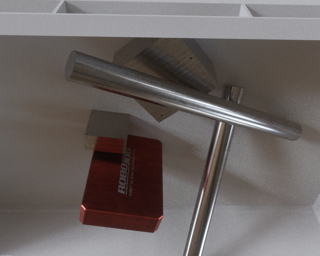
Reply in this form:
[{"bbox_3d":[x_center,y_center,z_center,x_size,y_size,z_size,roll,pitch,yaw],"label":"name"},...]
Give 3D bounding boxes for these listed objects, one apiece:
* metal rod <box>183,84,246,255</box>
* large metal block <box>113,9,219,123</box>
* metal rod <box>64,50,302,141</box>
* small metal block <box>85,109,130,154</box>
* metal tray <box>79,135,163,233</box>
[{"bbox_3d":[0.062,0.091,0.407,0.025,0.025,0.298,9,104,-8],"label":"metal rod"},{"bbox_3d":[0.005,-0.065,0.338,0.080,0.050,0.080,-31,124,23],"label":"large metal block"},{"bbox_3d":[0.053,-0.022,0.328,0.302,0.025,0.025,12,131,-33],"label":"metal rod"},{"bbox_3d":[-0.066,0.004,0.395,0.050,0.050,0.025,6,130,-6],"label":"small metal block"},{"bbox_3d":[-0.044,0.062,0.393,0.091,0.130,0.030,10,129,-9],"label":"metal tray"}]
